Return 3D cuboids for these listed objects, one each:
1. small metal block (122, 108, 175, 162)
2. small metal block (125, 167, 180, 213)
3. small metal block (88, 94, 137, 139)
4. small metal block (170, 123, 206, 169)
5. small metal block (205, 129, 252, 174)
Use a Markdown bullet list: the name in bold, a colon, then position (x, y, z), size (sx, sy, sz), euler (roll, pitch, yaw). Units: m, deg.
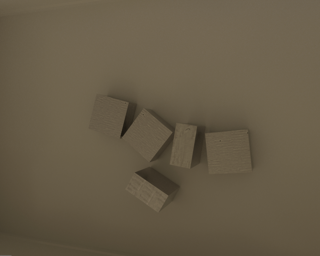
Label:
- **small metal block**: position (-0.013, 0.009, 0.411), size (0.050, 0.025, 0.050), euler (40, 102, 15)
- **small metal block**: position (-0.008, 0.077, 0.397), size (0.050, 0.050, 0.025), euler (32, 101, 16)
- **small metal block**: position (-0.066, -0.016, 0.430), size (0.050, 0.025, 0.050), euler (16, 95, 19)
- **small metal block**: position (0.035, 0.020, 0.382), size (0.025, 0.050, 0.050), euler (10, 93, 19)
- **small metal block**: position (0.085, 0.029, 0.378), size (0.050, 0.025, 0.050), euler (-6, 88, 19)
